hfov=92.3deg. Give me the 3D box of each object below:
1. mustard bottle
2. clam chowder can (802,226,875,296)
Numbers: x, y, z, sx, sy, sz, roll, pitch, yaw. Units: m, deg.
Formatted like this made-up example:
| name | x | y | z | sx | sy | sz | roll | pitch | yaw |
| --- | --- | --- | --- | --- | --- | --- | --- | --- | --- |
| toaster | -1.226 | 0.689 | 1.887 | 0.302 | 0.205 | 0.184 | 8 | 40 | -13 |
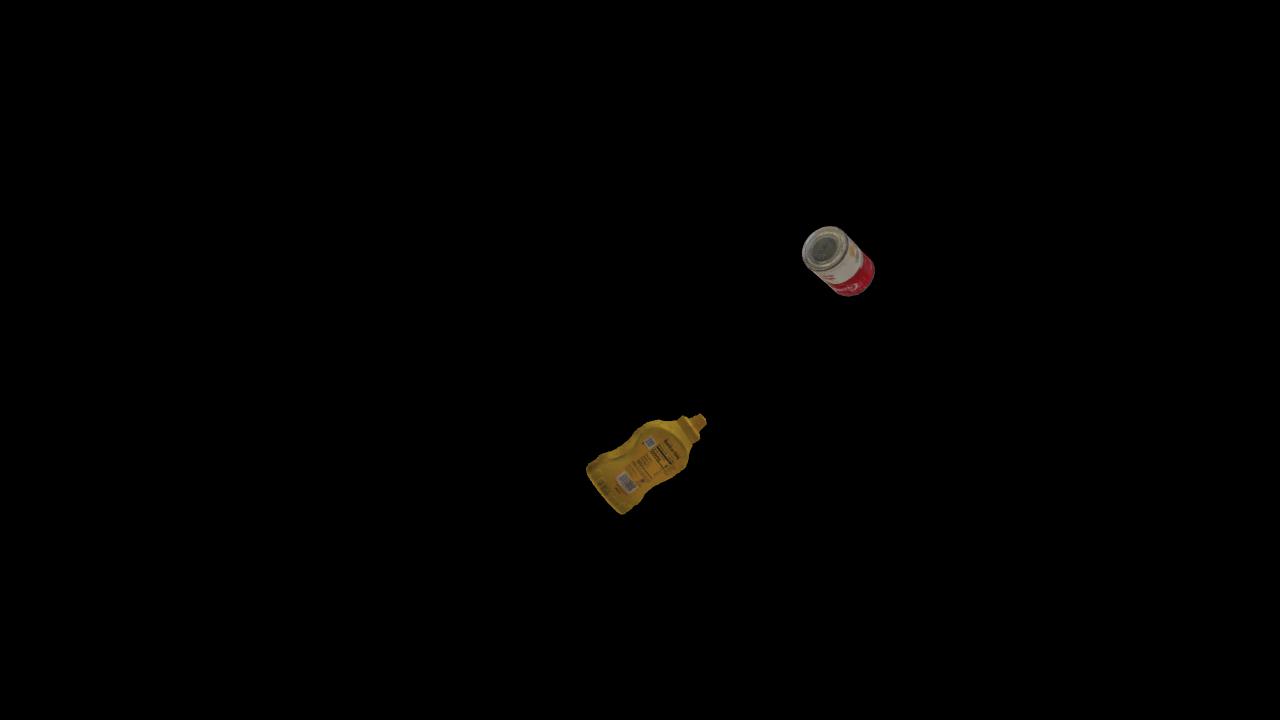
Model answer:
| name | x | y | z | sx | sy | sz | roll | pitch | yaw |
| --- | --- | --- | --- | --- | --- | --- | --- | --- | --- |
| mustard bottle | 0.020 | 0.137 | 0.889 | 0.184 | 0.092 | 0.054 | -37 | 11 | 2 |
| clam chowder can | 0.280 | -0.139 | 0.868 | 0.068 | 0.068 | 0.102 | 0 | -16 | 41 |
